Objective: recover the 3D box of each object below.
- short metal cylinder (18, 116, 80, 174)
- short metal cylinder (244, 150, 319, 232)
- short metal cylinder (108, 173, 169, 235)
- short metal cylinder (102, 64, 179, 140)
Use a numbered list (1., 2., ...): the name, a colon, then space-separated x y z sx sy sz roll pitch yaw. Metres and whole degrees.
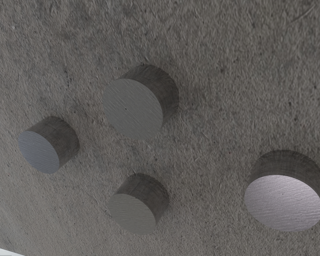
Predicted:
1. short metal cylinder: -0.179 0.027 0.502 0.080 0.050 0.079 13 124 21
2. short metal cylinder: 0.144 0.072 0.359 0.080 0.050 0.079 13 124 21
3. short metal cylinder: -0.032 0.118 0.480 0.080 0.050 0.079 13 124 21
4. short metal cylinder: -0.023 -0.032 0.383 0.080 0.050 0.079 13 124 21
